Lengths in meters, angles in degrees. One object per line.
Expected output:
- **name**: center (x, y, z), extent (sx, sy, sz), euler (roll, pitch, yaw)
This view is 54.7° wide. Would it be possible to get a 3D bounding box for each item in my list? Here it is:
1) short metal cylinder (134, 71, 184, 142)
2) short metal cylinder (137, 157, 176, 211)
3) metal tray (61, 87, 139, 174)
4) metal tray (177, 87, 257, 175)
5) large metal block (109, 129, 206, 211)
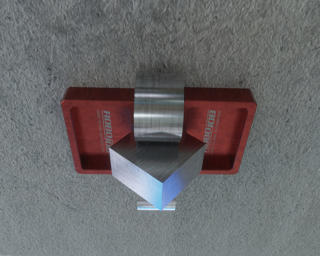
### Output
- **short metal cylinder**: center (-0.002, -0.024, 0.352), extent (0.050, 0.080, 0.079), euler (2, 130, -2)
- **short metal cylinder**: center (-0.005, 0.075, 0.436), extent (0.050, 0.080, 0.079), euler (2, 130, -2)
- **metal tray**: center (-0.073, 0.008, 0.412), extent (0.091, 0.030, 0.129), euler (1, 130, -1)
- **metal tray**: center (0.068, 0.008, 0.414), extent (0.091, 0.030, 0.129), euler (1, 130, -1)
- **large metal block**: center (-0.003, 0.039, 0.379), extent (0.080, 0.080, 0.050), euler (30, 138, 28)
